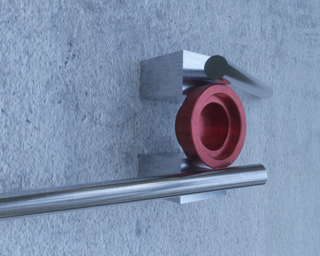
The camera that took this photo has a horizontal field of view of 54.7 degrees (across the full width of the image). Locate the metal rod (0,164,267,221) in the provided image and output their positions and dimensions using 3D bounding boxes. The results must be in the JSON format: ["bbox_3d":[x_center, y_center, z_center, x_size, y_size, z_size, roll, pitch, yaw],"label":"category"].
[{"bbox_3d":[-0.027,0.063,0.313,0.303,0.025,0.025,-4,93,-18],"label":"metal rod"}]

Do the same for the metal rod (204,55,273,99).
[{"bbox_3d":[0.127,-0.063,0.445,0.301,0.025,0.025,-2,92,-62],"label":"metal rod"}]

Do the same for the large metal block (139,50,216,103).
[{"bbox_3d":[0.030,-0.061,0.397,0.081,0.080,0.050,1,89,-40],"label":"large metal block"}]

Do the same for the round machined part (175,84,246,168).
[{"bbox_3d":[0.056,-0.002,0.368,0.099,0.042,0.097,0,90,-40],"label":"round machined part"}]

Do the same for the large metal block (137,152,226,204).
[{"bbox_3d":[0.028,0.059,0.396,0.081,0.080,0.050,1,89,-40],"label":"large metal block"}]
